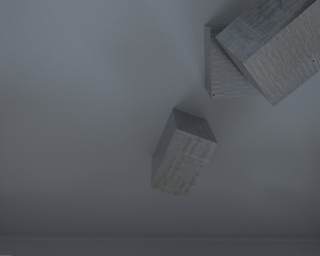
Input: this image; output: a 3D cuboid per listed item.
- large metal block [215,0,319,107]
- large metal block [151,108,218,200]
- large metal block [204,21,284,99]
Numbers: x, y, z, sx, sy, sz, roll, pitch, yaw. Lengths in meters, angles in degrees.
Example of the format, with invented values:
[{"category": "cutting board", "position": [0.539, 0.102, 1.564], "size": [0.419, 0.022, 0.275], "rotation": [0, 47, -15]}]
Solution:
[{"category": "large metal block", "position": [0.115, -0.080, 0.299], "size": [0.080, 0.050, 0.080], "rotation": [-41, 136, 13]}, {"category": "large metal block", "position": [0.027, 0.030, 0.394], "size": [0.050, 0.080, 0.079], "rotation": [20, 109, -8]}, {"category": "large metal block", "position": [0.097, -0.082, 0.369], "size": [0.081, 0.050, 0.079], "rotation": [-4, 110, 1]}]
